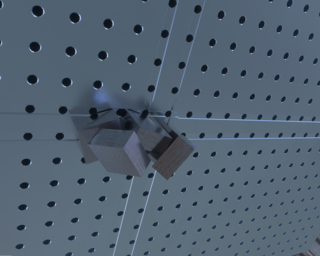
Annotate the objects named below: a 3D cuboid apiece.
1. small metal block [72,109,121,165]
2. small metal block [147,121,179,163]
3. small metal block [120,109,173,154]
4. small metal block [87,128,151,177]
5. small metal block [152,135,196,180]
[{"bbox_3d":[-0.074,0.010,0.379,0.050,0.025,0.050,-18,126,-18],"label":"small metal block"},{"bbox_3d":[0.008,0.027,0.434,0.050,0.025,0.050,-46,130,3],"label":"small metal block"},{"bbox_3d":[-0.020,0.005,0.388,0.050,0.050,0.025,20,108,-36],"label":"small metal block"},{"bbox_3d":[-0.046,0.028,0.353,0.025,0.050,0.050,-61,141,-36],"label":"small metal block"},{"bbox_3d":[0.020,0.036,0.395,0.050,0.025,0.050,-49,173,6],"label":"small metal block"}]
